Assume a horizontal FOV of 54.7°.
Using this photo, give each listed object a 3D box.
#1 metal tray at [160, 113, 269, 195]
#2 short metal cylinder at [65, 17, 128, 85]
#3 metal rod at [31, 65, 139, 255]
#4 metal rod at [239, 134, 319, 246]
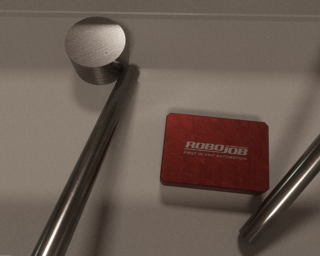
[{"bbox_3d":[0.069,0.033,0.396,0.131,0.030,0.090,6,70,1],"label":"metal tray"},{"bbox_3d":[-0.086,-0.107,0.434,0.081,0.050,0.080,0,70,0],"label":"short metal cylinder"},{"bbox_3d":[-0.070,0.025,0.335,0.025,0.025,0.300,12,46,4],"label":"metal rod"},{"bbox_3d":[0.191,0.011,0.344,0.025,0.025,0.299,38,99,12],"label":"metal rod"}]
